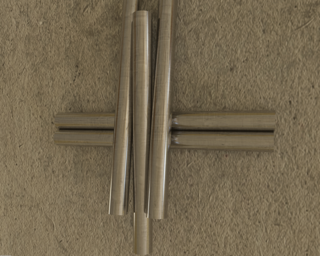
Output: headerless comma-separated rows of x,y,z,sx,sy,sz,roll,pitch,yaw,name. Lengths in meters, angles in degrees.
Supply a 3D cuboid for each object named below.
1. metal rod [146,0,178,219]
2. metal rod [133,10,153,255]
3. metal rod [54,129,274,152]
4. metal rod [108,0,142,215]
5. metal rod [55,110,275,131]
0.004,-0.042,0.385,0.025,0.025,0.298,0,82,19,metal rod
-0.022,0.005,0.390,0.025,0.025,0.298,0,90,19,metal rod
-0.008,0.015,0.413,0.301,0.025,0.025,0,90,19,metal rod
-0.044,-0.042,0.402,0.025,0.025,0.298,0,82,19,metal rod
-0.007,-0.010,0.413,0.301,0.025,0.025,0,90,19,metal rod
